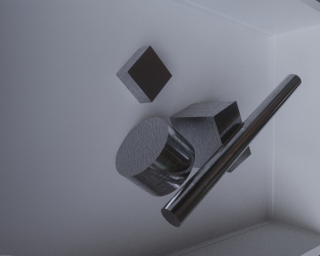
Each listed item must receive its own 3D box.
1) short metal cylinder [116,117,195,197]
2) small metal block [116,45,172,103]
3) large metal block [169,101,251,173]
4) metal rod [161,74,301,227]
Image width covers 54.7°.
[{"bbox_3d":[-0.006,0.034,0.368,0.050,0.080,0.080,42,65,-33],"label":"short metal cylinder"},{"bbox_3d":[-0.019,-0.067,0.392,0.050,0.025,0.050,50,60,-29],"label":"small metal block"},{"bbox_3d":[0.070,0.011,0.432,0.050,0.080,0.080,-32,110,-36],"label":"large metal block"},{"bbox_3d":[0.108,0.009,0.395,0.302,0.025,0.025,-40,115,-33],"label":"metal rod"}]
